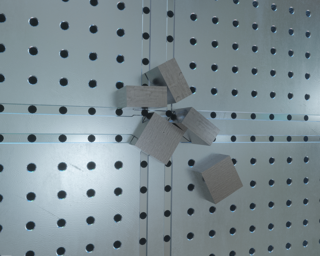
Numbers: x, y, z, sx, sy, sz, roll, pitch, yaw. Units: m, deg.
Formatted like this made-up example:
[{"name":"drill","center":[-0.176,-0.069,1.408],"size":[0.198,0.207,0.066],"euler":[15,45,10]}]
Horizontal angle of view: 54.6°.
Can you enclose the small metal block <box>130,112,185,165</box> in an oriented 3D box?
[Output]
[{"name":"small metal block","center":[-0.003,0.014,0.411],"size":[0.050,0.025,0.050],"euler":[33,79,-17]}]

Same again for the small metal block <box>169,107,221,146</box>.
[{"name":"small metal block","center":[0.044,-0.002,0.415],"size":[0.050,0.050,0.025],"euler":[38,78,-16]}]

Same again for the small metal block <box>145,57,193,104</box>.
[{"name":"small metal block","center":[0.010,-0.059,0.403],"size":[0.025,0.050,0.050],"euler":[-31,100,-17]}]

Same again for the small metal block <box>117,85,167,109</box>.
[{"name":"small metal block","center":[-0.024,-0.038,0.390],"size":[0.050,0.050,0.025],"euler":[-1,91,-20]}]

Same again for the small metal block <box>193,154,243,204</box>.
[{"name":"small metal block","center":[0.083,0.072,0.443],"size":[0.050,0.025,0.050],"euler":[-28,99,-18]}]
